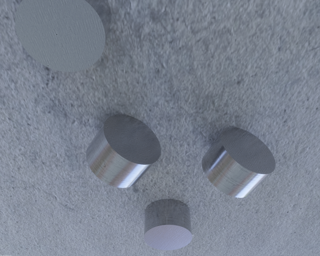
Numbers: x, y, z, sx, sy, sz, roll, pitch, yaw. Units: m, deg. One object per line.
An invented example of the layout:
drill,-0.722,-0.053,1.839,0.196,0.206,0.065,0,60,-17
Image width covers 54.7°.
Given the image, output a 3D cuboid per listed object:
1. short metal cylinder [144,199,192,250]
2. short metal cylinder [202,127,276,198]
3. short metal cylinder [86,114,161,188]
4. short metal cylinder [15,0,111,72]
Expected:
short metal cylinder,0.013,0.167,0.533,0.081,0.050,0.079,0,130,0
short metal cylinder,0.103,0.045,0.411,0.081,0.080,0.050,18,128,-15
short metal cylinder,-0.046,0.029,0.395,0.080,0.080,0.050,26,125,-21
short metal cylinder,-0.091,-0.102,0.302,0.081,0.050,0.079,0,130,0
